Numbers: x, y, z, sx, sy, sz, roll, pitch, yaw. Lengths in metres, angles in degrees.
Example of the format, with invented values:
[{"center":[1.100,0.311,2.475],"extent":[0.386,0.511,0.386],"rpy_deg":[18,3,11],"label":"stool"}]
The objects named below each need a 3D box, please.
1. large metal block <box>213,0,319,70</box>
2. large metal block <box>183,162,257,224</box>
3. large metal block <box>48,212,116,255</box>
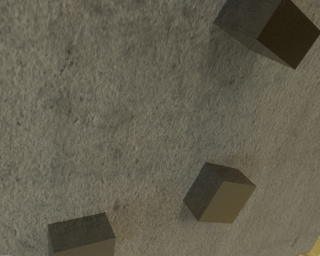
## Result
[{"center":[0.125,-0.120,0.368],"extent":[0.080,0.080,0.050],"rpy_deg":[21,107,-36],"label":"large metal block"},{"center":[0.099,0.109,0.515],"extent":[0.081,0.050,0.080],"rpy_deg":[15,110,-35],"label":"large metal block"},{"center":[-0.112,0.175,0.439],"extent":[0.081,0.050,0.079],"rpy_deg":[-6,121,-26],"label":"large metal block"}]
